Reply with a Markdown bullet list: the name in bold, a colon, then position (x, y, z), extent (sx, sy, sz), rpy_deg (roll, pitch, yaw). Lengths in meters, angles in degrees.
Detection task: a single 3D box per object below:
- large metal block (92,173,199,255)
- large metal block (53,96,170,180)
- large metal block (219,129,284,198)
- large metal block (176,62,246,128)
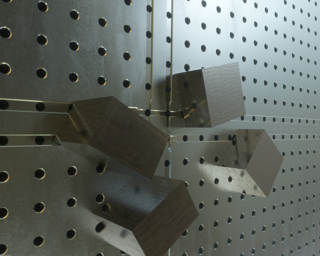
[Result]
- **large metal block**: position (-0.017, 0.100, 0.359), extent (0.080, 0.080, 0.050), rpy_deg (-38, 113, -33)
- **large metal block**: position (-0.052, 0.011, 0.329), extent (0.080, 0.080, 0.050), rpy_deg (36, 68, -34)
- **large metal block**: position (0.156, 0.058, 0.522), extent (0.080, 0.050, 0.080), rpy_deg (48, 62, -29)
- **large metal block**: position (0.076, -0.049, 0.455), extent (0.081, 0.050, 0.080), rpy_deg (-19, 102, -38)
